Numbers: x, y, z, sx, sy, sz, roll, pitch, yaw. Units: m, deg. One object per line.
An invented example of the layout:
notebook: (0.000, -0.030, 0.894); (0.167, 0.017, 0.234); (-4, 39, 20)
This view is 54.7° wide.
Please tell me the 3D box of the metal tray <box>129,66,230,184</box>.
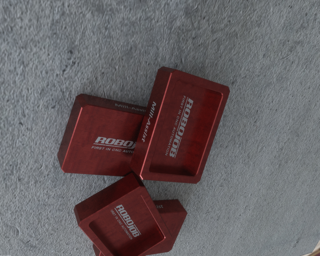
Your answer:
metal tray: (0.025, 0.000, 0.376); (0.091, 0.030, 0.129); (11, 100, -33)

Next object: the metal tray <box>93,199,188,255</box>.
metal tray: (-0.030, 0.159, 0.486); (0.131, 0.030, 0.089); (5, 116, -31)

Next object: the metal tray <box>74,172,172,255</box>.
metal tray: (-0.045, 0.130, 0.419); (0.090, 0.030, 0.129); (-30, 129, -9)

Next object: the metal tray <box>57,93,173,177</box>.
metal tray: (-0.049, 0.015, 0.386); (0.131, 0.030, 0.089); (10, 113, -33)
